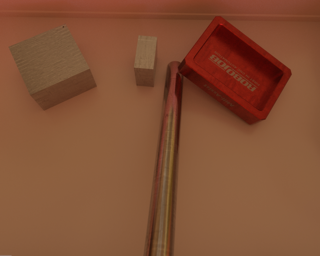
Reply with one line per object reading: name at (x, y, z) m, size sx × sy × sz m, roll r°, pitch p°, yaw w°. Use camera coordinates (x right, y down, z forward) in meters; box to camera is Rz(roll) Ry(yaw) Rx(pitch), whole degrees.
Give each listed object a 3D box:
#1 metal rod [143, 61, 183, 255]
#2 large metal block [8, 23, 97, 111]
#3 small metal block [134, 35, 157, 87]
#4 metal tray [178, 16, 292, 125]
metal rod at (0.009, 0.021, 0.338) m, size 0.025 × 0.025 × 0.300 m, roll 5°, pitch 46°, yaw 2°
large metal block at (-0.145, -0.083, 0.425) m, size 0.080 × 0.050 × 0.080 m, roll -27°, pitch 73°, yaw -10°
small metal block at (-0.019, -0.092, 0.430) m, size 0.025 × 0.050 × 0.050 m, roll 5°, pitch 70°, yaw 2°
metal tray at (0.102, -0.077, 0.418) m, size 0.130 × 0.030 × 0.090 m, roll 36°, pitch 72°, yaw -4°
